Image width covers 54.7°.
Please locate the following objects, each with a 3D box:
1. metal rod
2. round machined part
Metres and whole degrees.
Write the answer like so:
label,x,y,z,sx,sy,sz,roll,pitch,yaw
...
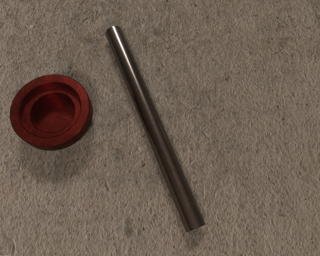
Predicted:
label,x,y,z,sx,sy,sz,roll,pitch,yaw
metal rod,-0.013,-0.012,0.412,0.025,0.025,0.299,-21,72,-8
round machined part,-0.137,-0.017,0.404,0.099,0.042,0.098,0,70,-1
